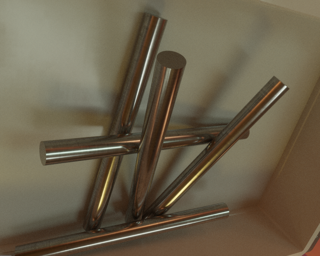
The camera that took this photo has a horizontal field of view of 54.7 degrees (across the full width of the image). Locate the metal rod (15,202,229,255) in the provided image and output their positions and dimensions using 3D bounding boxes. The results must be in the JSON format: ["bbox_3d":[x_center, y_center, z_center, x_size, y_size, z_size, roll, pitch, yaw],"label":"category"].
[{"bbox_3d":[-0.038,0.145,0.438,0.303,0.025,0.025,-6,121,-21],"label":"metal rod"}]

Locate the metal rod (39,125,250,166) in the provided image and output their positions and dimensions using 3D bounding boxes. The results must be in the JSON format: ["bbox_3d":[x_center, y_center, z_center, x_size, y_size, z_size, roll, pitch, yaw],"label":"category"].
[{"bbox_3d":[0.006,0.015,0.396,0.303,0.025,0.025,-5,121,-35],"label":"metal rod"}]

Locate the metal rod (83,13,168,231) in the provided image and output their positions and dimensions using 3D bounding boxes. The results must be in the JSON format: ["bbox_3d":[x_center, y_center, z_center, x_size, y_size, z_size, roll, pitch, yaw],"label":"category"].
[{"bbox_3d":[-0.051,0.010,0.387,0.025,0.025,0.298,6,115,-31],"label":"metal rod"}]

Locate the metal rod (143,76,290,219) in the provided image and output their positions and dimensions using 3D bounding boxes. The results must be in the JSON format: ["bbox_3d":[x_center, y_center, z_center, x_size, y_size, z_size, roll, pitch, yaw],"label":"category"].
[{"bbox_3d":[0.060,0.050,0.435,0.025,0.025,0.299,23,117,-37],"label":"metal rod"}]

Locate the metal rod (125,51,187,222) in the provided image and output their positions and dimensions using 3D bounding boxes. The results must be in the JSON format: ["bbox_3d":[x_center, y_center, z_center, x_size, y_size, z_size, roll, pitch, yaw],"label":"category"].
[{"bbox_3d":[-0.016,0.042,0.365,0.025,0.025,0.298,-12,142,-22],"label":"metal rod"}]
